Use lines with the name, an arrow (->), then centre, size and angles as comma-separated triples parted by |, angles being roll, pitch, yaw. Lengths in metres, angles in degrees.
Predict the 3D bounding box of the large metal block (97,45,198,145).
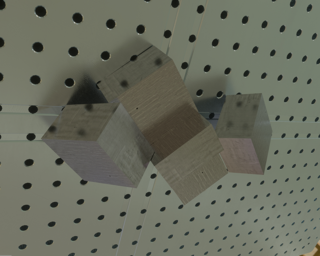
large metal block -> -0.013, -0.035, 0.365 | 0.080, 0.050, 0.080 | -35, 130, -3

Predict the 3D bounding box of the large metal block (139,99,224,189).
large metal block -> 0.019, 0.015, 0.394 | 0.080, 0.080, 0.050 | -36, 131, -4

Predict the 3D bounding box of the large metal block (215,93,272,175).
large metal block -> 0.120, 0.009, 0.438 | 0.080, 0.050, 0.080 | 58, 44, -39

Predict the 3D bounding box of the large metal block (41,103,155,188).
large metal block -> -0.065, 0.019, 0.342 | 0.080, 0.080, 0.050 | 58, 45, -39

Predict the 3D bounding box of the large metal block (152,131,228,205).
large metal block -> 0.041, 0.051, 0.448 | 0.080, 0.050, 0.080 | -35, 128, -5
